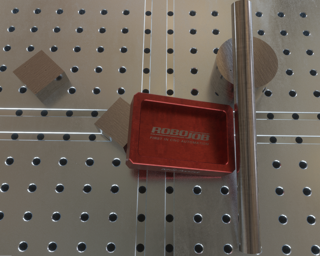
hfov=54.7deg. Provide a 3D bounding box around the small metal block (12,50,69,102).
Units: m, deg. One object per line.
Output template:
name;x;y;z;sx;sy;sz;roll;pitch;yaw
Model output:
small metal block;-0.167;-0.073;0.437;0.050;0.025;0.050;43;75;14

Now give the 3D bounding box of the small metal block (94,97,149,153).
small metal block;-0.050;-0.004;0.413;0.050;0.025;0.050;38;74;12

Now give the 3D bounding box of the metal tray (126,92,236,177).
metal tray;0.027;0.010;0.389;0.131;0.030;0.090;7;70;-12

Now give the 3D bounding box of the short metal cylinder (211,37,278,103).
short metal cylinder;0.114;-0.079;0.428;0.081;0.050;0.080;0;70;0

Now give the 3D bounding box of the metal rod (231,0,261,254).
metal rod;0.103;-0.006;0.374;0.025;0.025;0.298;-1;85;0
